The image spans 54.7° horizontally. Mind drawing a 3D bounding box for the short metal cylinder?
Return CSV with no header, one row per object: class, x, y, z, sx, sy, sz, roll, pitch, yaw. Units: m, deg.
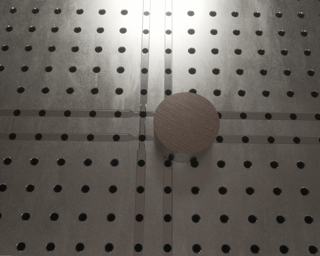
short metal cylinder,0.032,0.001,0.399,0.081,0.050,0.080,0,70,0
